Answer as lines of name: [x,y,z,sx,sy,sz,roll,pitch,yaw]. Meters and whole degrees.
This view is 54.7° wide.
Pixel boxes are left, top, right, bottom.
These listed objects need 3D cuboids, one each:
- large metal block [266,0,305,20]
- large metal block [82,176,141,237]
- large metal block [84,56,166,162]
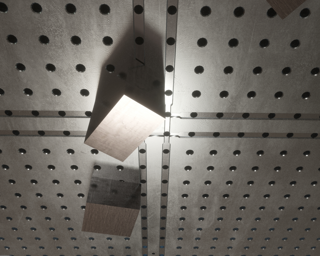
large metal block: [0.109,-0.157,0.263,0.080,0.050,0.080,35,122,-27]
large metal block: [-0.079,0.130,0.505,0.081,0.050,0.079,11,129,-10]
large metal block: [-0.039,-0.022,0.356,0.050,0.080,0.080,30,124,-23]
